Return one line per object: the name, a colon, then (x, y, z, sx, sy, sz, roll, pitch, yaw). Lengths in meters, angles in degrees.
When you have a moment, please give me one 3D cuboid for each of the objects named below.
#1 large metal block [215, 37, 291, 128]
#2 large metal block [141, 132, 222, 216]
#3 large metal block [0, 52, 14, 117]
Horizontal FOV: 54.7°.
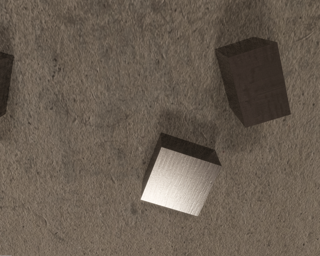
large metal block: (0.105, -0.057, 0.361, 0.050, 0.080, 0.080, -17, 110, 6)
large metal block: (0.026, 0.062, 0.420, 0.080, 0.050, 0.079, 18, 109, -7)
large metal block: (-0.233, -0.057, 0.372, 0.080, 0.050, 0.079, 16, 109, -6)
